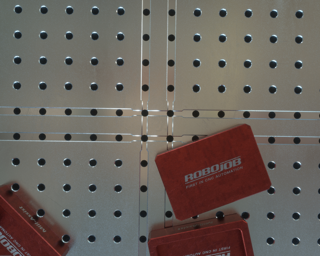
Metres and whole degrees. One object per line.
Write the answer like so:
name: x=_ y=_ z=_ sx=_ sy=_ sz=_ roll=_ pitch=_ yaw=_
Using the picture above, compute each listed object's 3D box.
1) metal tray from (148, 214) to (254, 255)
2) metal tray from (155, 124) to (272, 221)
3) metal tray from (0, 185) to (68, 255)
metal tray: x=0.056 y=0.173 z=0.411 sx=0.131 sy=0.030 sz=0.090 roll=-12 pitch=90 yaw=0
metal tray: x=0.068 y=0.057 z=0.411 sx=0.131 sy=0.030 sz=0.090 roll=-20 pitch=90 yaw=0
metal tray: x=-0.200 y=0.152 z=0.409 sx=0.090 sy=0.030 sz=0.130 roll=-45 pitch=90 yaw=0
